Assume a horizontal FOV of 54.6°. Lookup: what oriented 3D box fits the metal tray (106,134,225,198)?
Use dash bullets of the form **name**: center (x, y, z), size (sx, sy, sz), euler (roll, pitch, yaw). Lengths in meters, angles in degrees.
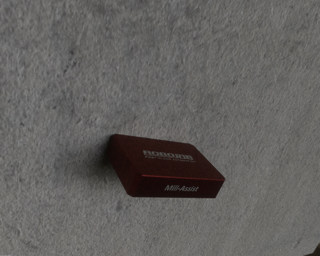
- **metal tray**: center (0.007, 0.049, 0.398), size (0.131, 0.090, 0.030), euler (9, 114, -32)
